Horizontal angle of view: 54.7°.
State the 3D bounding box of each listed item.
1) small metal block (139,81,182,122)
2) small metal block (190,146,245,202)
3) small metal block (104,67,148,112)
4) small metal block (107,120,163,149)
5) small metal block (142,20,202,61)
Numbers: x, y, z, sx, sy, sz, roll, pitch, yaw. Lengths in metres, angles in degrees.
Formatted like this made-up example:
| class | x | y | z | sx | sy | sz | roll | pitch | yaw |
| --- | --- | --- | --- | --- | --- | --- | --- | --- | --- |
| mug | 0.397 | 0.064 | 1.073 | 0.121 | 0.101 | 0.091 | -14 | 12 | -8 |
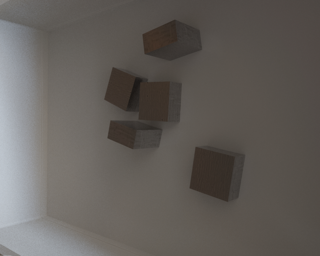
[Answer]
| class | x | y | z | sx | sy | sz | roll | pitch | yaw |
| --- | --- | --- | --- | --- | --- | --- | --- | --- | --- |
| small metal block | 0.000 | -0.034 | 0.407 | 0.050 | 0.025 | 0.050 | 5 | 93 | 40 |
| small metal block | 0.065 | 0.050 | 0.353 | 0.050 | 0.025 | 0.050 | 13 | 98 | 39 |
| small metal block | -0.050 | -0.056 | 0.448 | 0.050 | 0.025 | 0.050 | 28 | 108 | 36 |
| small metal block | -0.034 | 0.008 | 0.418 | 0.050 | 0.050 | 0.025 | 19 | 102 | 38 |
| small metal block | 0.015 | -0.105 | 0.378 | 0.050 | 0.050 | 0.025 | -10 | 84 | 39 |
